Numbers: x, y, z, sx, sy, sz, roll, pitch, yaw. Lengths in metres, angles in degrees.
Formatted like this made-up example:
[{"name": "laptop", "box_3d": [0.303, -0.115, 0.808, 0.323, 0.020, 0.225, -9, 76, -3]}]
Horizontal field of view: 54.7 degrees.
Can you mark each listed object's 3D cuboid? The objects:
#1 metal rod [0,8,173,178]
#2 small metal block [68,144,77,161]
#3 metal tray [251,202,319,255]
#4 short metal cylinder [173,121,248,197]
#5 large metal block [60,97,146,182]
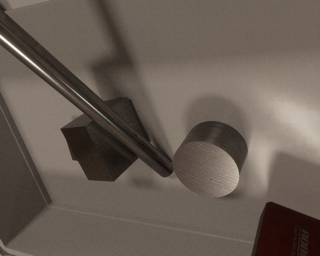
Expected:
[{"name": "metal rod", "box_3d": [-0.075, -0.024, 0.351, 0.025, 0.025, 0.300, -15, 137, 34]}, {"name": "small metal block", "box_3d": [-0.115, 0.026, 0.484, 0.050, 0.025, 0.050, 6, 121, 25]}, {"name": "metal tray", "box_3d": [0.154, 0.152, 0.353, 0.090, 0.131, 0.030, 20, 126, 16]}, {"name": "short metal cylinder", "box_3d": [0.063, 0.038, 0.382, 0.080, 0.050, 0.079, 13, 124, 20]}, {"name": "large metal block", "box_3d": [-0.070, 0.014, 0.413, 0.050, 0.080, 0.080, -5, 116, 39]}]
